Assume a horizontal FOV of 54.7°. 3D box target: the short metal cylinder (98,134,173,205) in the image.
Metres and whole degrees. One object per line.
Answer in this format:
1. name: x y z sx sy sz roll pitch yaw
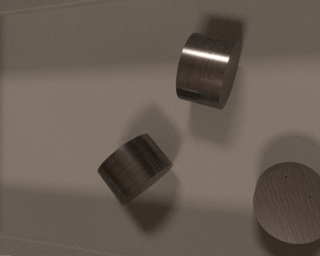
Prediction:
1. short metal cylinder: -0.030 0.052 0.391 0.080 0.080 0.050 -43 77 15

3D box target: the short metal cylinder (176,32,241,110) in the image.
1. short metal cylinder: 0.057 -0.066 0.361 0.050 0.080 0.079 17 96 19

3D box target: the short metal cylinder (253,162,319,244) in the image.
1. short metal cylinder: 0.147 0.080 0.345 0.080 0.050 0.079 0 90 19
